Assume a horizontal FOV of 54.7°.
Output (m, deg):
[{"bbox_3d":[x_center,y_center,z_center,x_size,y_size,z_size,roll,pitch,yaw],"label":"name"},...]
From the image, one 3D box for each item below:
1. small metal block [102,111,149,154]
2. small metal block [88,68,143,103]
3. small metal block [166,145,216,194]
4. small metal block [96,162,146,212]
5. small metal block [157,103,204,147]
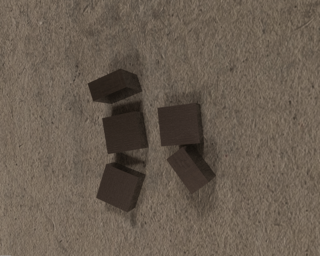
[{"bbox_3d":[-0.047,0.007,0.425,0.050,0.025,0.050,-11,87,19],"label":"small metal block"},{"bbox_3d":[-0.059,-0.054,0.415,0.050,0.050,0.025,-20,84,18],"label":"small metal block"},{"bbox_3d":[0.040,0.049,0.381,0.025,0.050,0.050,-40,78,16],"label":"small metal block"},{"bbox_3d":[-0.054,0.080,0.427,0.050,0.025,0.050,20,96,18],"label":"small metal block"},{"bbox_3d":[0.027,-0.004,0.399,0.050,0.025,0.050,-6,88,19],"label":"small metal block"}]
